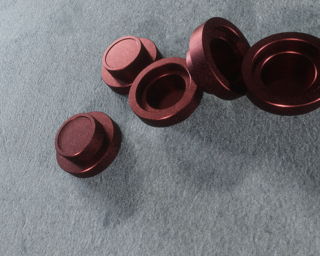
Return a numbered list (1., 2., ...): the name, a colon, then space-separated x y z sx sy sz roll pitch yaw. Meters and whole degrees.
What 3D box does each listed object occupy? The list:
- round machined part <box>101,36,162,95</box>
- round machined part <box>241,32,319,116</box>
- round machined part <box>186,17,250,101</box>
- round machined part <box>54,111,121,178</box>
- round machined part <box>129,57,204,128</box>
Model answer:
1. round machined part: -0.050 -0.103 0.481 0.098 0.042 0.098 -13 56 20
2. round machined part: 0.142 -0.056 0.345 0.098 0.042 0.098 -7 62 13
3. round machined part: 0.071 -0.079 0.375 0.042 0.098 0.098 -22 49 48
4. round machined part: -0.108 0.018 0.437 0.098 0.042 0.098 -13 56 20
5. round machined part: 0.012 -0.043 0.412 0.098 0.042 0.098 -13 56 20
